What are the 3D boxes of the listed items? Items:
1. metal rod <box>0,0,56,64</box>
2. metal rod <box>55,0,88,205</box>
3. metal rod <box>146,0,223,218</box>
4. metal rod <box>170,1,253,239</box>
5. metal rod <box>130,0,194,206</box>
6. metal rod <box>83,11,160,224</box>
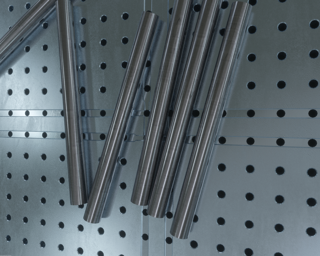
[{"bbox_3d":[-0.232,-0.146,0.495,0.300,0.025,0.025,-37,78,16],"label":"metal rod"},{"bbox_3d":[-0.131,-0.038,0.459,0.025,0.025,0.298,-5,88,20],"label":"metal rod"},{"bbox_3d":[0.032,-0.029,0.401,0.025,0.025,0.298,16,95,19],"label":"metal rod"},{"bbox_3d":[0.062,-0.005,0.390,0.025,0.025,0.298,16,95,19],"label":"metal rod"},{"bbox_3d":[0.005,-0.044,0.411,0.025,0.025,0.298,14,95,19],"label":"metal rod"},{"bbox_3d":[-0.055,-0.010,0.432,0.025,0.025,0.298,19,96,19],"label":"metal rod"}]
